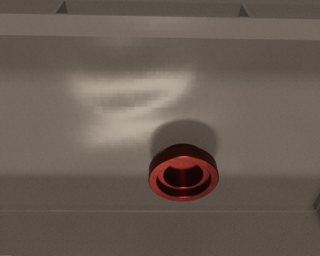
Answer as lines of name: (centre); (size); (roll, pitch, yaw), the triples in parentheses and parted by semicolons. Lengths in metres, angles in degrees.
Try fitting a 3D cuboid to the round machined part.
round machined part: (0.033, 0.061, 0.450); (0.099, 0.042, 0.097); (-1, 130, 0)
